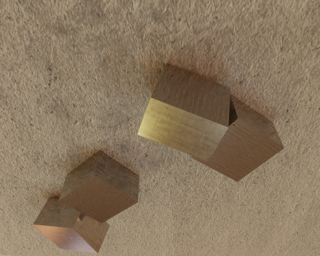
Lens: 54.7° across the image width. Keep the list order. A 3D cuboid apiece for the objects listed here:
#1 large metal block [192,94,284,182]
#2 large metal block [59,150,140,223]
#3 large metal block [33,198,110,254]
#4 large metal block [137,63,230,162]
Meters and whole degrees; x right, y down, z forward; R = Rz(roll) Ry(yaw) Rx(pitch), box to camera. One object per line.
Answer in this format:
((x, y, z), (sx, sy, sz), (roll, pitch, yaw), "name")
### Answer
((0.097, 0.015, 0.404), (0.080, 0.050, 0.080), (29, 124, -23), "large metal block")
((-0.089, 0.090, 0.467), (0.080, 0.050, 0.080), (-35, 122, 26), "large metal block")
((-0.144, 0.161, 0.512), (0.080, 0.050, 0.080), (-4, 133, 25), "large metal block")
((0.029, -0.020, 0.344), (0.080, 0.080, 0.050), (21, 128, -2), "large metal block")
